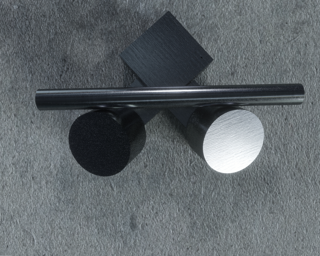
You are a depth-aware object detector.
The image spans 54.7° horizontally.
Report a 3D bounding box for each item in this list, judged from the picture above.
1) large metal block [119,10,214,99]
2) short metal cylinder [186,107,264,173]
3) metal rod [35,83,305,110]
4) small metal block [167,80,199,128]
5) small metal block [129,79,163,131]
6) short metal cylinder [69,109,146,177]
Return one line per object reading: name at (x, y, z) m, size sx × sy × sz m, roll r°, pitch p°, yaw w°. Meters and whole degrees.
large metal block at (0.008, -0.085, 0.397) m, size 0.080 × 0.050 × 0.080 m, roll -42°, pitch 90°, yaw 0°
short metal cylinder at (0.080, 0.009, 0.385) m, size 0.081 × 0.050 × 0.079 m, roll -6°, pitch 110°, yaw -17°
metal rod at (0.012, -0.036, 0.359) m, size 0.302 × 0.025 × 0.025 m, roll -1°, pitch 90°, yaw 0°
small metal block at (0.043, -0.027, 0.411) m, size 0.050 × 0.025 × 0.050 m, roll -43°, pitch 90°, yaw 0°
small metal block at (-0.029, -0.029, 0.411) m, size 0.050 × 0.025 × 0.050 m, roll -43°, pitch 90°, yaw -1°
short metal cylinder at (-0.064, 0.013, 0.384) m, size 0.080 × 0.050 × 0.079 m, roll 5°, pitch 108°, yaw 17°
